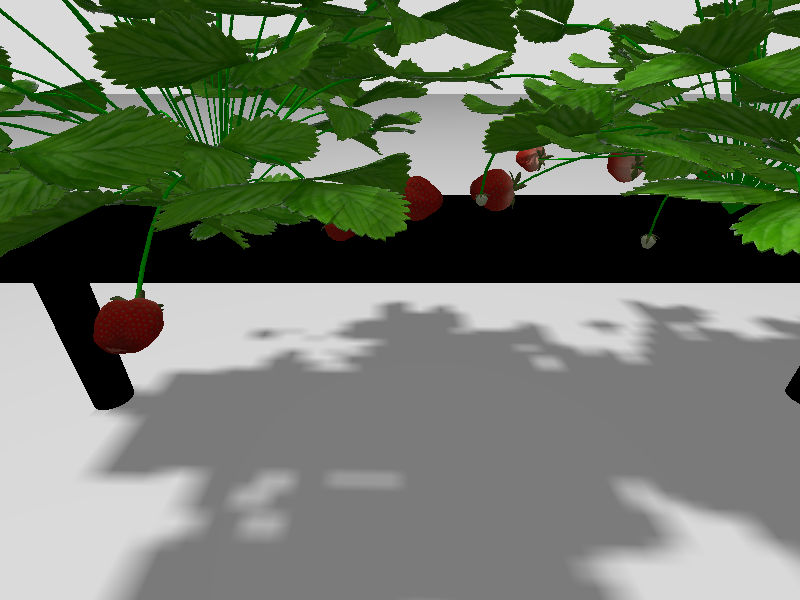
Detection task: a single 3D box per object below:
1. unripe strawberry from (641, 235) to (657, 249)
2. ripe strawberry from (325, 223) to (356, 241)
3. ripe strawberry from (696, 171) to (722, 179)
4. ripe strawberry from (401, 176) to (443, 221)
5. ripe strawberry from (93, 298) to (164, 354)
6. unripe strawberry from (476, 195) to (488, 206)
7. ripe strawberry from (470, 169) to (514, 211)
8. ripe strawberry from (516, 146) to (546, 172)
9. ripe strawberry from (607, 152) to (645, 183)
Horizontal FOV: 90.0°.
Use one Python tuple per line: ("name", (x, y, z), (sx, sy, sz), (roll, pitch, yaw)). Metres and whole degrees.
("unripe strawberry", (0.172, -0.040, 0.277), (0.010, 0.010, 0.009), (-19, 34, -30))
("ripe strawberry", (-0.040, -0.054, 0.288), (0.025, 0.024, 0.027), (17, 33, 27))
("ripe strawberry", (0.319, -0.124, 0.415), (0.023, 0.026, 0.025), (9, 29, 15))
("ripe strawberry", (0.017, -0.083, 0.329), (0.036, 0.036, 0.040), (4, 29, 6))
("ripe strawberry", (-0.115, 0.012, 0.170), (0.027, 0.024, 0.024), (-5, 43, -10))
("unripe strawberry", (0.067, -0.083, 0.330), (0.010, 0.010, 0.009), (-3, 29, -5))
("ripe strawberry", (0.080, -0.097, 0.355), (0.037, 0.036, 0.040), (0, 29, 2))
("ripe strawberry", (0.166, -0.182, 0.511), (0.038, 0.034, 0.034), (-19, 33, -30))
("ripe strawberry", (0.261, -0.160, 0.469), (0.040, 0.042, 0.043), (-7, 29, -12))
